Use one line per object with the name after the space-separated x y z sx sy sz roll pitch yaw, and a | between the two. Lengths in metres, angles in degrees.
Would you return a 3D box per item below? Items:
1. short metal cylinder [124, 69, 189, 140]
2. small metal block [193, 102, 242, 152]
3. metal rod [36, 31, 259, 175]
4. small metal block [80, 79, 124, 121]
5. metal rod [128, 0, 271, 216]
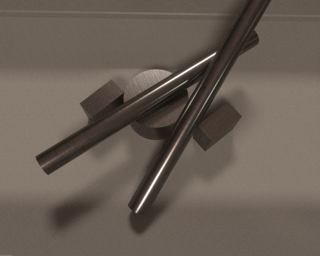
-0.005 -0.029 0.407 0.081 0.050 0.080 0 70 0 | short metal cylinder
0.072 0.000 0.397 0.050 0.050 0.025 -37 75 -13 | small metal block
-0.005 -0.039 0.370 0.301 0.025 0.025 -33 74 -12 | metal rod
-0.072 -0.029 0.406 0.050 0.050 0.025 -40 75 -14 | small metal block
0.047 -0.032 0.366 0.025 0.025 0.299 30 92 10 | metal rod
